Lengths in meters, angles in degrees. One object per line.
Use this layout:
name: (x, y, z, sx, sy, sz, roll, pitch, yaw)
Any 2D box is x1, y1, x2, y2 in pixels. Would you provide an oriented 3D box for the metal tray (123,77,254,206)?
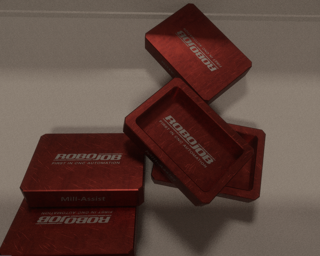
metal tray: (0.032, 0.014, 0.362, 0.130, 0.030, 0.090, 45, 68, 7)

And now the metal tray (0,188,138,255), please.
metal tray: (-0.091, 0.108, 0.340, 0.131, 0.030, 0.090, -1, 33, -1)

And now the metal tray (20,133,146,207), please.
metal tray: (-0.084, 0.047, 0.368, 0.131, 0.030, 0.090, 0, 41, -1)

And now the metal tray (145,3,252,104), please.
metal tray: (0.052, -0.104, 0.440, 0.090, 0.030, 0.130, -39, 80, -12)

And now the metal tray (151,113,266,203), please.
metal tray: (0.061, 0.037, 0.394, 0.131, 0.030, 0.090, 11, 70, 3)
